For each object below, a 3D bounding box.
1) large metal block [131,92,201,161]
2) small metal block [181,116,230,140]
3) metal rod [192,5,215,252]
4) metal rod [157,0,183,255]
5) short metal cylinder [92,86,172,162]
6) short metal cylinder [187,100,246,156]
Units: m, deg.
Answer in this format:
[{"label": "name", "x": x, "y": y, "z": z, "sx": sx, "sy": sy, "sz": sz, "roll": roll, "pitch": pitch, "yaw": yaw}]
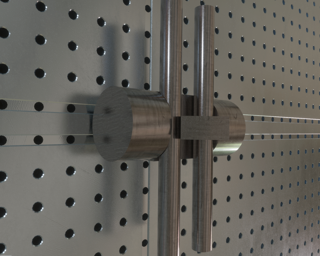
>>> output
[{"label": "large metal block", "x": 0.008, "y": -0.002, "z": 0.395, "sx": 0.081, "sy": 0.050, "sz": 0.079, "roll": 1, "pitch": 90, "yaw": -40}, {"label": "small metal block", "x": 0.049, "y": 0.000, "z": 0.348, "sx": 0.050, "sy": 0.050, "sz": 0.025, "roll": 1, "pitch": 90, "yaw": 4}, {"label": "metal rod", "x": 0.054, "y": 0.000, "z": 0.385, "sx": 0.025, "sy": 0.025, "sz": 0.298, "roll": 1, "pitch": 89, "yaw": -40}, {"label": "metal rod", "x": 0.011, "y": 0.002, "z": 0.350, "sx": 0.025, "sy": 0.025, "sz": 0.298, "roll": 1, "pitch": 89, "yaw": -40}, {"label": "short metal cylinder", "x": -0.033, "y": -0.004, "z": 0.342, "sx": 0.050, "sy": 0.080, "sz": 0.079, "roll": 2, "pitch": 89, "yaw": -40}, {"label": "short metal cylinder", "x": 0.069, "y": 0.000, "z": 0.426, "sx": 0.050, "sy": 0.080, "sz": 0.079, "roll": 1, "pitch": 90, "yaw": -39}]
